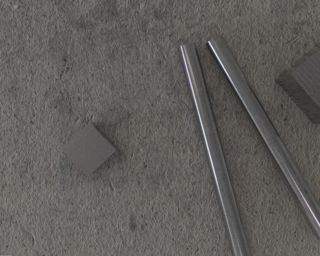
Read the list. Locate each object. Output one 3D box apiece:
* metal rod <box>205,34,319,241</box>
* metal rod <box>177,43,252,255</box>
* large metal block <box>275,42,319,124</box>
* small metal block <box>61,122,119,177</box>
[{"bbox_3d":[0.146,0.013,0.411,0.025,0.025,0.299,-30,90,0],"label":"metal rod"},{"bbox_3d":[0.073,0.036,0.410,0.025,0.025,0.298,-15,90,0],"label":"metal rod"},{"bbox_3d":[0.214,-0.061,0.399,0.080,0.050,0.080,-41,90,0],"label":"large metal block"},{"bbox_3d":[-0.091,0.028,0.409,0.050,0.025,0.050,-43,90,0],"label":"small metal block"}]
